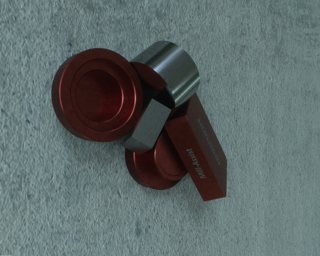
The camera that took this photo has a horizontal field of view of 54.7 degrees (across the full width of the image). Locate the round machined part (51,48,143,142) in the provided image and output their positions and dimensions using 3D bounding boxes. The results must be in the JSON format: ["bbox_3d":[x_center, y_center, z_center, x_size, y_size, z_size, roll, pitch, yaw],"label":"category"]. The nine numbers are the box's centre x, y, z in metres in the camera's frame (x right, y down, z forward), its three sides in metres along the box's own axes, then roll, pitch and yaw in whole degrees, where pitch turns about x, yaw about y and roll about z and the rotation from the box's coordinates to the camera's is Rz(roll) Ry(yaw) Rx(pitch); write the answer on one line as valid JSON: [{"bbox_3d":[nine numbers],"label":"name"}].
[{"bbox_3d":[-0.070,-0.034,0.338,0.099,0.042,0.097,0,90,-40],"label":"round machined part"}]

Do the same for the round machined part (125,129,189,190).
[{"bbox_3d":[0.007,0.032,0.403,0.099,0.042,0.097,0,90,-40],"label":"round machined part"}]

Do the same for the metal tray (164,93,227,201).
[{"bbox_3d":[0.053,0.022,0.421,0.130,0.030,0.090,61,24,-22],"label":"metal tray"}]

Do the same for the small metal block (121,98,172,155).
[{"bbox_3d":[-0.017,0.000,0.355,0.025,0.050,0.050,31,69,-10],"label":"small metal block"}]

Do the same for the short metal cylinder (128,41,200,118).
[{"bbox_3d":[0.000,-0.057,0.373,0.050,0.080,0.080,-45,118,-31],"label":"short metal cylinder"}]
